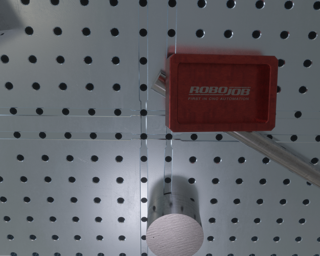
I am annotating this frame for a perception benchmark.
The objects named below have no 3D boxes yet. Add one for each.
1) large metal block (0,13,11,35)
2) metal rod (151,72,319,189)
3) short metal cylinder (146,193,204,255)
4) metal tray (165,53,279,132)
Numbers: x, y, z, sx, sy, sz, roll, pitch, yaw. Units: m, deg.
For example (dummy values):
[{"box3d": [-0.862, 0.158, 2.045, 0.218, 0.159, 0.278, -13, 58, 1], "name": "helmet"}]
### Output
[{"box3d": [-0.237, -0.129, 0.350, 0.080, 0.050, 0.080, -25, 109, 8], "name": "large metal block"}, {"box3d": [0.123, 0.013, 0.419, 0.301, 0.025, 0.025, 30, 107, -11], "name": "metal rod"}, {"box3d": [0.021, 0.144, 0.453, 0.081, 0.050, 0.079, 0, 110, 0], "name": "short metal cylinder"}, {"box3d": [0.073, -0.042, 0.376, 0.131, 0.030, 0.089, -1, 97, -8], "name": "metal tray"}]
